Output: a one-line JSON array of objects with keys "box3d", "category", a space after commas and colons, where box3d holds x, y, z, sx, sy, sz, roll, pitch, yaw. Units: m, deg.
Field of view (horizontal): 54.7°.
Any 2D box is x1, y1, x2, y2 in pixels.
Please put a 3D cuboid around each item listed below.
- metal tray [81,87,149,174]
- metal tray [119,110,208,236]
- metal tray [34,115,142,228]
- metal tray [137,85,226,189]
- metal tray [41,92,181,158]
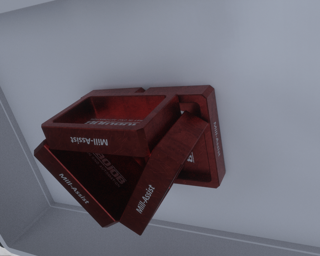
[{"box3d": [-0.052, 0.010, 0.439, 0.090, 0.030, 0.129, 1, 118, 28], "category": "metal tray"}, {"box3d": [0.003, 0.052, 0.355, 0.030, 0.090, 0.129, 31, 129, 8], "category": "metal tray"}, {"box3d": [-0.082, 0.050, 0.399, 0.130, 0.090, 0.030, 49, 129, -7], "category": "metal tray"}, {"box3d": [0.029, 0.012, 0.396, 0.090, 0.030, 0.129, 1, 118, 28], "category": "metal tray"}, {"box3d": [-0.053, -0.008, 0.347, 0.130, 0.090, 0.030, 2, 120, 27], "category": "metal tray"}]
